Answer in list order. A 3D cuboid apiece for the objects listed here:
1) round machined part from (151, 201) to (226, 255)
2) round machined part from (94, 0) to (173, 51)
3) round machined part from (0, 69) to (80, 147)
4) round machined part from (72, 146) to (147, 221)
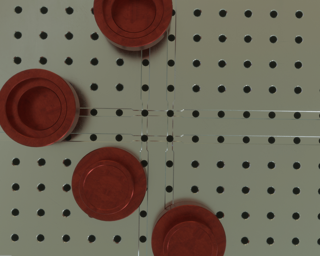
[{"bbox_3d":[0.038,0.149,0.405,0.099,0.042,0.097,0,90,0],"label":"round machined part"},{"bbox_3d":[-0.033,-0.149,0.405,0.099,0.042,0.097,0,90,0],"label":"round machined part"},{"bbox_3d":[-0.153,-0.025,0.404,0.099,0.042,0.097,0,90,0],"label":"round machined part"},{"bbox_3d":[-0.067,0.074,0.405,0.099,0.042,0.097,0,90,0],"label":"round machined part"}]
